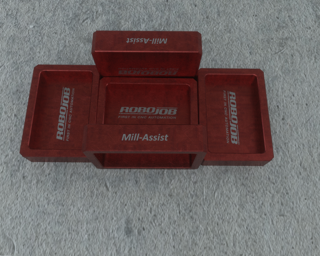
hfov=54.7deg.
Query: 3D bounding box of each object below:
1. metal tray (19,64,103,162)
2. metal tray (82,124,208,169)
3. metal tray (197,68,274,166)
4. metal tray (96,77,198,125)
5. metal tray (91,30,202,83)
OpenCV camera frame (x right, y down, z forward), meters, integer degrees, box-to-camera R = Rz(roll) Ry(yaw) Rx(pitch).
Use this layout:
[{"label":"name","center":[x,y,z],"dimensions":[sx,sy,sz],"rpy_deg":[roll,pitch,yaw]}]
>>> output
[{"label":"metal tray","center":[-0.126,-0.021,0.413],"dimensions":[0.091,0.030,0.130],"rpy_deg":[1,70,0]},{"label":"metal tray","center":[-0.016,0.025,0.364],"dimensions":[0.131,0.090,0.030],"rpy_deg":[0,70,0]},{"label":"metal tray","center":[0.095,-0.016,0.414],"dimensions":[0.091,0.030,0.130],"rpy_deg":[1,70,0]},{"label":"metal tray","center":[-0.016,-0.021,0.414],"dimensions":[0.131,0.030,0.090],"rpy_deg":[1,70,0]},{"label":"metal tray","center":[-0.015,-0.088,0.407],"dimensions":[0.131,0.090,0.030],"rpy_deg":[0,70,0]}]
